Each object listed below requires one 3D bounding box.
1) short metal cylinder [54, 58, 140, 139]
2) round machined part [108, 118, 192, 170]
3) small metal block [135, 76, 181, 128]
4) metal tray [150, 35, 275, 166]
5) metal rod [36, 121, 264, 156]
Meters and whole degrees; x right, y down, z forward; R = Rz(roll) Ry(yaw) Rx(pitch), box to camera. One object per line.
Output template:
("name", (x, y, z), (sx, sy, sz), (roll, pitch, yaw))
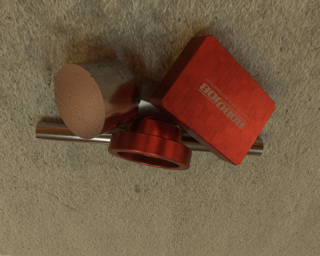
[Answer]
("short metal cylinder", (-0.069, -0.033, 0.337), (0.080, 0.050, 0.079), (16, 117, 34))
("round machined part", (-0.009, 0.019, 0.373), (0.099, 0.042, 0.098), (11, 165, 3))
("small metal block", (-0.002, -0.030, 0.365), (0.050, 0.050, 0.025), (18, 128, -15))
("metal tray", (0.064, -0.028, 0.349), (0.130, 0.030, 0.090), (38, 82, -28))
("metal rod", (-0.010, 0.015, 0.421), (0.302, 0.025, 0.025), (5, 130, -4))
